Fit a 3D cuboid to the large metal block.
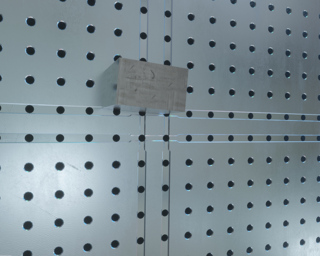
[{"bbox_3d":[-0.021,-0.047,0.376,0.081,0.080,0.050,5,89,-20],"label":"large metal block"}]
